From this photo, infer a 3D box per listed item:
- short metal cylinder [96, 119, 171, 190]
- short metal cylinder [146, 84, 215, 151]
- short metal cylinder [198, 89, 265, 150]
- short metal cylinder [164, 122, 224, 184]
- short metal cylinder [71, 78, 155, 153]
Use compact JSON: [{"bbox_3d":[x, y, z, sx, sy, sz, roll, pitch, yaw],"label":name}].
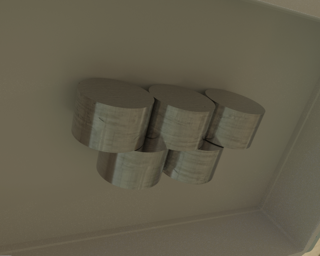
[{"bbox_3d":[-0.032,0.029,0.371,0.081,0.080,0.050,1,118,-29],"label":"short metal cylinder"},{"bbox_3d":[0.020,-0.014,0.373,0.081,0.080,0.050,1,118,-29],"label":"short metal cylinder"},{"bbox_3d":[0.091,-0.013,0.412,0.081,0.080,0.050,2,118,-29],"label":"short metal cylinder"},{"bbox_3d":[0.040,0.030,0.411,0.081,0.080,0.050,1,118,-29],"label":"short metal cylinder"},{"bbox_3d":[-0.051,-0.016,0.333,0.081,0.080,0.050,1,118,-29],"label":"short metal cylinder"}]
